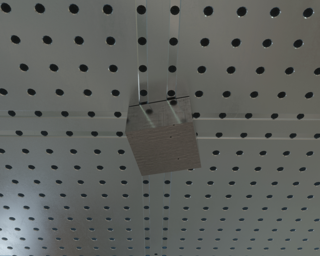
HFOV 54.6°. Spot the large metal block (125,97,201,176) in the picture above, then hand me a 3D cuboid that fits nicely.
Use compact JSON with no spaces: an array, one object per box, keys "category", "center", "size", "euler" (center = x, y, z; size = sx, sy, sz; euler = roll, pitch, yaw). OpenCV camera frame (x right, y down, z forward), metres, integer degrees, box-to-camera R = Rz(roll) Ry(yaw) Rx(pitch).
[{"category":"large metal block","center":[0.007,0.012,0.404],"size":[0.080,0.050,0.080],"euler":[-9,130,8]}]
